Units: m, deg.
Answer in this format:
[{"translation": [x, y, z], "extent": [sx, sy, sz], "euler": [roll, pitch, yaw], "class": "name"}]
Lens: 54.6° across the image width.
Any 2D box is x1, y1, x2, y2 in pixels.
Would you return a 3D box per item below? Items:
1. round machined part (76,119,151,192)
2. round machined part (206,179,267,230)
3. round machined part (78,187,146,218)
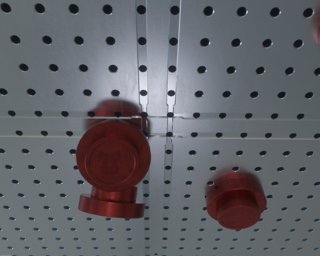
[{"translation": [-0.061, 0.039, 0.407], "extent": [0.099, 0.042, 0.097], "euler": [-1, 103, -4], "class": "round machined part"}, {"translation": [0.127, 0.132, 0.513], "extent": [0.099, 0.042, 0.097], "euler": [0, 130, 0], "class": "round machined part"}, {"translation": [-0.070, 0.106, 0.468], "extent": [0.098, 0.042, 0.098], "euler": [8, 171, 1], "class": "round machined part"}]
